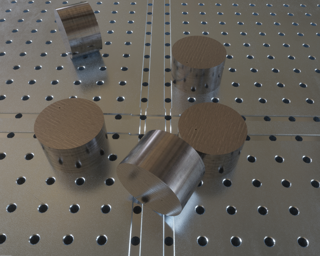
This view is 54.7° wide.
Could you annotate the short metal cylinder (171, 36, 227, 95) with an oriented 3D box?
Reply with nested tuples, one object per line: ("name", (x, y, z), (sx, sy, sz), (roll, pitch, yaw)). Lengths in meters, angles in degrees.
("short metal cylinder", (0.057, -0.097, 0.473), (0.081, 0.050, 0.080), (1, 50, 0))

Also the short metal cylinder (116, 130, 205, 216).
("short metal cylinder", (0.001, 0.048, 0.331), (0.080, 0.080, 0.050), (26, 55, 20))

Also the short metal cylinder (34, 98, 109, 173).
("short metal cylinder", (-0.106, 0.009, 0.383), (0.081, 0.050, 0.080), (0, 50, 0))

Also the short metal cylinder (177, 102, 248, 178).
("short metal cylinder", (0.061, 0.014, 0.380), (0.081, 0.050, 0.080), (0, 50, 0))

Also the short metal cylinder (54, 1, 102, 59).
("short metal cylinder", (-0.133, -0.159, 0.504), (0.050, 0.080, 0.080), (-22, 54, -17))
